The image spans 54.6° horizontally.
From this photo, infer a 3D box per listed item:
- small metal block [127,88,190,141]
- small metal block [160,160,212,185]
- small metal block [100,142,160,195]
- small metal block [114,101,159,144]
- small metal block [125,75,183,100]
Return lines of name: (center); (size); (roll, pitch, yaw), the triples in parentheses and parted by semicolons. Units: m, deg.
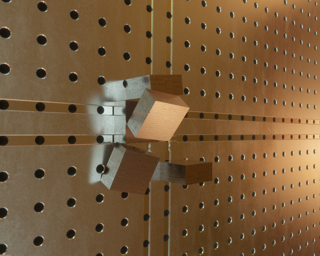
small metal block: (-0.002, -0.014, 0.357); (0.050, 0.025, 0.050); (8, 122, -40)
small metal block: (0.035, 0.059, 0.421); (0.050, 0.050, 0.025); (-1, 91, -40)
small metal block: (-0.035, 0.049, 0.370); (0.050, 0.025, 0.050); (20, 95, -38)
small metal block: (-0.029, -0.007, 0.384); (0.050, 0.025, 0.050); (0, 90, -40)
small metal block: (-0.008, -0.051, 0.385); (0.050, 0.050, 0.025); (-8, 96, -40)
